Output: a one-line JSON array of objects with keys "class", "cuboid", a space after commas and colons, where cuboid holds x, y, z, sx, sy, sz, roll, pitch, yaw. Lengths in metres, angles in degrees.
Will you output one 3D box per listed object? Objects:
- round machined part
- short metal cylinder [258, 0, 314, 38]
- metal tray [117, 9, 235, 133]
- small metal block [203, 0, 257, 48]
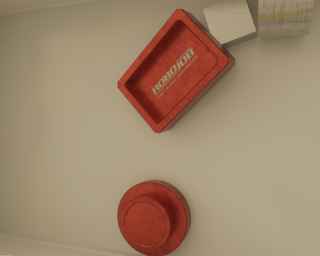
[{"class": "round machined part", "cuboid": [-0.012, 0.120, 0.405, 0.098, 0.042, 0.097, 0, 90, 19]}, {"class": "short metal cylinder", "cuboid": [0.134, -0.140, 0.334, 0.050, 0.080, 0.079, 1, 91, 20]}, {"class": "metal tray", "cuboid": [0.016, -0.067, 0.387, 0.129, 0.030, 0.090, -46, 76, 26]}, {"class": "small metal block", "cuboid": [0.086, -0.129, 0.380, 0.050, 0.025, 0.050, -18, 84, 18]}]
